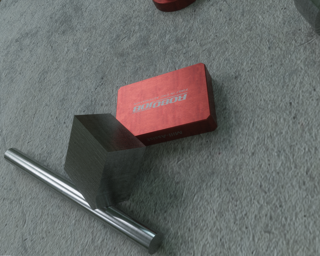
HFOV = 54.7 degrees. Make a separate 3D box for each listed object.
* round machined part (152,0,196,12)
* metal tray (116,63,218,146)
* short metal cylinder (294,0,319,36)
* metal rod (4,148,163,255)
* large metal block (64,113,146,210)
[{"bbox_3d":[0.026,-0.251,0.532,0.098,0.042,0.098,-13,56,20],"label":"round machined part"},{"bbox_3d":[0.005,-0.028,0.414,0.130,0.030,0.090,-14,56,20],"label":"metal tray"},{"bbox_3d":[0.204,-0.150,0.354,0.080,0.080,0.050,-25,53,13],"label":"short metal cylinder"},{"bbox_3d":[-0.121,0.083,0.414,0.300,0.025,0.025,19,72,34],"label":"metal rod"},{"bbox_3d":[-0.070,0.037,0.375,0.080,0.050,0.079,40,122,38],"label":"large metal block"}]
